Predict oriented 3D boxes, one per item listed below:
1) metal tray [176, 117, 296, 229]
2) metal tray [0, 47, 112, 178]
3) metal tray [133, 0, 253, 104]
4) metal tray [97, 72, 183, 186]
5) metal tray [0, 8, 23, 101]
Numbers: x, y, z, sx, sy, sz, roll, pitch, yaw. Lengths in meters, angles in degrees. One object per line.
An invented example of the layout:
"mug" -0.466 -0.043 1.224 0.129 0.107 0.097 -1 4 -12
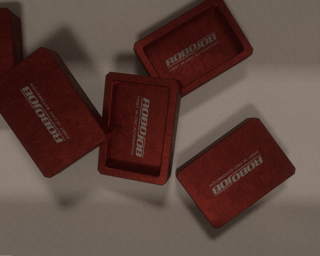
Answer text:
"metal tray" 0.098 0.058 0.410 0.130 0.030 0.090 -36 90 -1
"metal tray" -0.131 -0.018 0.371 0.090 0.030 0.130 -34 91 7
"metal tray" 0.043 -0.101 0.409 0.130 0.030 0.090 -31 90 -1
"metal tray" -0.026 -0.001 0.389 0.090 0.030 0.129 9 99 11
"metal tray" -0.230 -0.086 0.406 0.091 0.030 0.129 -4 90 -1
